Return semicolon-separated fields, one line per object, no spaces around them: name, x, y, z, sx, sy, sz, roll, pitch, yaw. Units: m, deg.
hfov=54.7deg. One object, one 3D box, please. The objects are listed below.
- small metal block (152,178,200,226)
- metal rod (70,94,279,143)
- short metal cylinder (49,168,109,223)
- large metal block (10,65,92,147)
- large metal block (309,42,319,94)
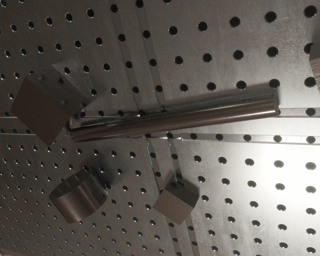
small metal block;0.023;0.112;0.467;0.050;0.025;0.050;32;128;6
metal rod;-0.003;-0.007;0.407;0.300;0.025;0.025;-8;115;31
short metal cylinder;-0.133;0.110;0.512;0.080;0.080;0.050;-19;108;35
large metal block;-0.163;-0.032;0.459;0.080;0.050;0.080;44;129;-3
large metal block;0.186;-0.043;0.270;0.080;0.050;0.080;-15;111;34
